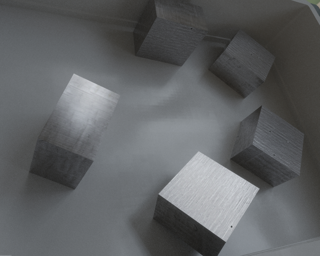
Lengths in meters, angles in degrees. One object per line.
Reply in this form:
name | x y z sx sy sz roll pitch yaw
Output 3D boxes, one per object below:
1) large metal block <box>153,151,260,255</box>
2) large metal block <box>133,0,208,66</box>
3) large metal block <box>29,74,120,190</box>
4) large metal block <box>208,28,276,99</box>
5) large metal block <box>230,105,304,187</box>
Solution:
large metal block | 0.051 0.085 0.348 0.080 0.050 0.080 32 48 21
large metal block | 0.013 -0.145 0.465 0.081 0.080 0.050 7 59 -25
large metal block | -0.088 0.006 0.319 0.050 0.080 0.080 25 53 -13
large metal block | 0.142 -0.112 0.534 0.080 0.050 0.080 38 51 -3
large metal block | 0.160 0.027 0.459 0.080 0.050 0.080 33 51 -7
